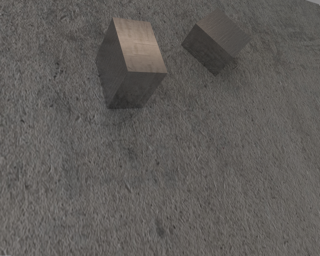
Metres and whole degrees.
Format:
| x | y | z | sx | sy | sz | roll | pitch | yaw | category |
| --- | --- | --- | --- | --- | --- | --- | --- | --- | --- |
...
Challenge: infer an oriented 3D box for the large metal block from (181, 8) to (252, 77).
| x | y | z | sx | sy | sz | roll | pitch | yaw | category |
| --- | --- | --- | --- | --- | --- | --- | --- | --- | --- |
| 0.097 | -0.147 | 0.530 | 0.080 | 0.050 | 0.080 | 43 | 51 | 1 | large metal block |

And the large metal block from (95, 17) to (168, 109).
| x | y | z | sx | sy | sz | roll | pitch | yaw | category |
| --- | --- | --- | --- | --- | --- | --- | --- | --- | --- |
| -0.040 | -0.079 | 0.395 | 0.050 | 0.080 | 0.080 | -3 | 63 | -30 | large metal block |
